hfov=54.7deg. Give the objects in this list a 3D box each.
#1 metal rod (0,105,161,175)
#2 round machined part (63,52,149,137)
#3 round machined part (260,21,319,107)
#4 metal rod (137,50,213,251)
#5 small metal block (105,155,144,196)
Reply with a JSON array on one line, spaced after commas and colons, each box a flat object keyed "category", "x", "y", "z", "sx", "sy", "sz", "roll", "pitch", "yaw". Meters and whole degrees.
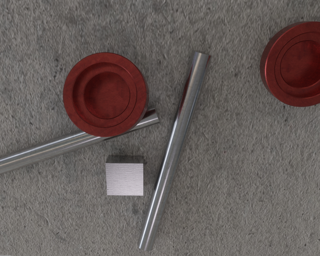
[{"category": "metal rod", "x": -0.146, "y": 0.028, "z": 0.418, "sx": 0.301, "sy": 0.025, "sz": 0.025, "roll": -18, "pitch": 109, "yaw": 6}, {"category": "round machined part", "x": -0.062, "y": -0.038, "z": 0.375, "sx": 0.099, "sy": 0.042, "sz": 0.097, "roll": 0, "pitch": 90, "yaw": 6}, {"category": "round machined part", "x": 0.170, "y": -0.078, "z": 0.374, "sx": 0.099, "sy": 0.042, "sz": 0.097, "roll": 0, "pitch": 110, "yaw": 0}, {"category": "metal rod", "x": 0.015, "y": 0.044, "z": 0.426, "sx": 0.025, "sy": 0.025, "sz": 0.298, "roll": 13, "pitch": 110, "yaw": -5}, {"category": "small metal block", "x": -0.048, "y": 0.066, "z": 0.434, "sx": 0.050, "sy": 0.025, "sz": 0.050, "roll": 1, "pitch": 110, "yaw": -1}]
